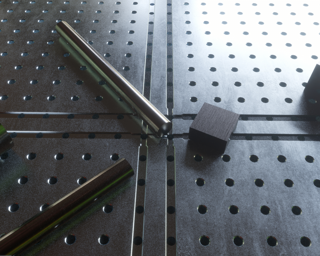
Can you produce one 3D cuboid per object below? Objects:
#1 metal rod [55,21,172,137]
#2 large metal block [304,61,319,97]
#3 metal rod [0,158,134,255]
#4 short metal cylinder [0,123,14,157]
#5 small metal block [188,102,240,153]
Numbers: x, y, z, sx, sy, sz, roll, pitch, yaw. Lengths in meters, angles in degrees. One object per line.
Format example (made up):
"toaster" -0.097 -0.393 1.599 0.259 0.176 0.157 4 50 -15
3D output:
"metal rod" -0.085 -0.089 0.481 0.025 0.025 0.300 -30 57 -23
"large metal block" 0.278 -0.076 0.457 0.080 0.050 0.080 36 58 26
"metal rod" -0.153 0.120 0.305 0.302 0.025 0.025 -33 58 -25
"short metal cylinder" -0.221 0.008 0.364 0.080 0.080 0.050 30 56 23
"small metal block" 0.071 -0.001 0.409 0.050 0.025 0.050 22 53 17
